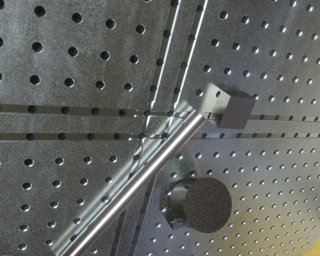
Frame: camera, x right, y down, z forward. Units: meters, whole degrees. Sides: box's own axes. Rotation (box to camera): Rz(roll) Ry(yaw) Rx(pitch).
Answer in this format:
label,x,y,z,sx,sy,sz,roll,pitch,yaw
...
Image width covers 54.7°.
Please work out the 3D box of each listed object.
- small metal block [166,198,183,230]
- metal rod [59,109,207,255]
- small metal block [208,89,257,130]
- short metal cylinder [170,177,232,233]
label,x,y,z,sx,sy,sz,roll,pitch,yaw
small metal block,0.040,0.137,0.518,0.050,0.025,0.050,-10,123,-23
metal rod,-0.044,0.092,0.443,0.300,0.025,0.025,-48,129,5
small metal block,0.106,-0.026,0.452,0.050,0.025,0.050,3,117,-30
short metal cylinder,0.062,0.116,0.476,0.081,0.050,0.080,4,81,-22
